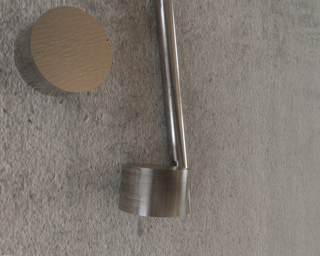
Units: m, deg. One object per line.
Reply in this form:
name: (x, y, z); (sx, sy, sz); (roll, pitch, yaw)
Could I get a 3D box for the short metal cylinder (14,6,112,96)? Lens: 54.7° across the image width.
short metal cylinder: (-0.095, -0.073, 0.308); (0.081, 0.050, 0.079); (0, 90, -40)

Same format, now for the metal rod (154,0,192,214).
metal rod: (0.018, -0.032, 0.419); (0.025, 0.025, 0.298); (-9, 96, -40)

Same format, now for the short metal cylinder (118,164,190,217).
short metal cylinder: (-0.006, 0.070, 0.364); (0.081, 0.080, 0.050); (7, 86, -40)
